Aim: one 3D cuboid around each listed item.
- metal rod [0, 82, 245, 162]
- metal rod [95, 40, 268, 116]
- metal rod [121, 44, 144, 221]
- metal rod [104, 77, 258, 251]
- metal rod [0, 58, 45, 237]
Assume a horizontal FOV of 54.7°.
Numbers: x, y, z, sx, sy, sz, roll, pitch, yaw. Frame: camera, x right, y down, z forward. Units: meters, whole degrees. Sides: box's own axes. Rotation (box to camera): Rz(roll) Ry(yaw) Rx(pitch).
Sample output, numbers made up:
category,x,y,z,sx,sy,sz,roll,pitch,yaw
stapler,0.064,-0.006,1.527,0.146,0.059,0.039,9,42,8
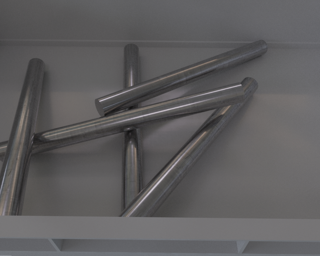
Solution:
category,x,y,z,sx,sy,sz,roll,pitch,yaw
metal rod,-0.047,-0.007,0.378,0.302,0.025,0.025,-14,51,0
metal rod,0.048,-0.080,0.452,0.302,0.025,0.025,-24,54,-27
metal rod,-0.038,-0.015,0.416,0.025,0.025,0.300,-3,50,-2
metal rod,0.046,0.019,0.371,0.025,0.025,0.302,29,50,22
metal rod,-0.162,-0.008,0.373,0.025,0.025,0.300,-10,39,-8
